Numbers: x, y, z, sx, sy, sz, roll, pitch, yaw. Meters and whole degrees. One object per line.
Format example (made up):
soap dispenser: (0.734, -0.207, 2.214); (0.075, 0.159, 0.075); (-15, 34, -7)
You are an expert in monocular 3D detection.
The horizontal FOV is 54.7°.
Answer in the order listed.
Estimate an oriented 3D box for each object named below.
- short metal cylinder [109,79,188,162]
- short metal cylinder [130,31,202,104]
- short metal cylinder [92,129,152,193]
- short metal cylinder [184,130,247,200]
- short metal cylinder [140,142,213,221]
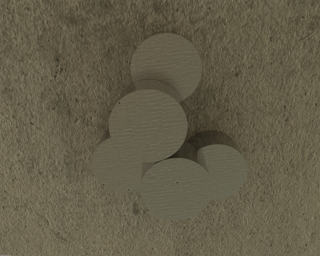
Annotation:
short metal cylinder: (-0.012, -0.009, 0.340); (0.080, 0.050, 0.079); (0, 110, 0)
short metal cylinder: (0.007, -0.074, 0.371); (0.081, 0.050, 0.079); (0, 110, 0)
short metal cylinder: (-0.045, 0.038, 0.411); (0.081, 0.050, 0.079); (0, 110, 0)
short metal cylinder: (0.070, 0.049, 0.416); (0.081, 0.050, 0.079); (0, 110, 0)
short metal cylinder: (0.018, 0.060, 0.366); (0.081, 0.050, 0.079); (0, 110, -1)
